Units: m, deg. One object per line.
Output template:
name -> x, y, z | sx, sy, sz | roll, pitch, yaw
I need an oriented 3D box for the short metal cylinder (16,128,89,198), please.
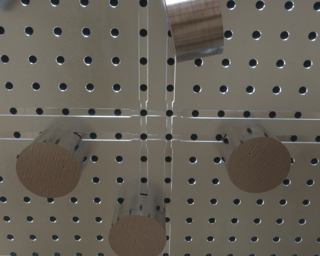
short metal cylinder -> -0.142, 0.046, 0.416 | 0.081, 0.050, 0.079 | 0, 110, 0

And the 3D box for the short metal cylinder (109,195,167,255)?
short metal cylinder -> -0.031, 0.146, 0.453 | 0.081, 0.050, 0.079 | 0, 110, 0

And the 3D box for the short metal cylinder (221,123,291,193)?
short metal cylinder -> 0.126, 0.040, 0.416 | 0.081, 0.050, 0.079 | 0, 110, 0

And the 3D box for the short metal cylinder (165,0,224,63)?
short metal cylinder -> 0.036, -0.116, 0.341 | 0.050, 0.080, 0.080 | -11, 110, 4
